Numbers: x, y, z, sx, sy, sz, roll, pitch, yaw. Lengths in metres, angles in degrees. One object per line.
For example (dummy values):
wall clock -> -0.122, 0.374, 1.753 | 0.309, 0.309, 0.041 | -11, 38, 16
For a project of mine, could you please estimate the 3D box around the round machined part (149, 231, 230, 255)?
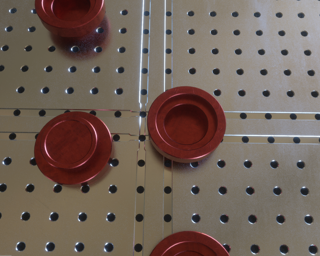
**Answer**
round machined part -> 0.032, 0.166, 0.343 | 0.099, 0.042, 0.098 | 0, 70, -1

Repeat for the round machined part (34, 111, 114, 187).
round machined part -> -0.110, 0.023, 0.393 | 0.099, 0.042, 0.098 | 0, 70, -1

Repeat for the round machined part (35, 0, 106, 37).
round machined part -> -0.131, -0.177, 0.466 | 0.099, 0.042, 0.098 | 0, 70, -1

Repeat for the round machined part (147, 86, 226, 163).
round machined part -> 0.033, -0.002, 0.404 | 0.099, 0.042, 0.098 | 0, 70, -1
